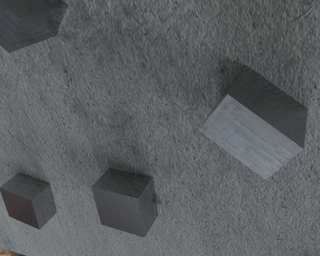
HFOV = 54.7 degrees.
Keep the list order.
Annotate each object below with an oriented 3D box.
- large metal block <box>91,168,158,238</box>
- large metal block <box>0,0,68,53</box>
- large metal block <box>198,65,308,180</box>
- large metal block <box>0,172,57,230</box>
[{"bbox_3d":[-0.054,0.117,0.491,0.080,0.050,0.079,8,122,24],"label":"large metal block"},{"bbox_3d":[-0.175,-0.147,0.373,0.080,0.080,0.050,41,129,0],"label":"large metal block"},{"bbox_3d":[0.097,-0.009,0.315,0.080,0.080,0.050,37,129,3],"label":"large metal block"},{"bbox_3d":[-0.261,0.145,0.618,0.080,0.050,0.079,14,124,20],"label":"large metal block"}]
